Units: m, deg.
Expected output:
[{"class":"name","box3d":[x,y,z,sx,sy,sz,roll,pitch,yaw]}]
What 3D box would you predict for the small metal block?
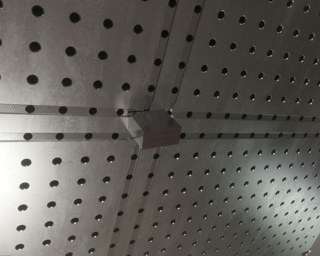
[{"class":"small metal block","box3d":[-0.008,0.000,0.392,0.050,0.050,0.025,-8,122,-25]}]
